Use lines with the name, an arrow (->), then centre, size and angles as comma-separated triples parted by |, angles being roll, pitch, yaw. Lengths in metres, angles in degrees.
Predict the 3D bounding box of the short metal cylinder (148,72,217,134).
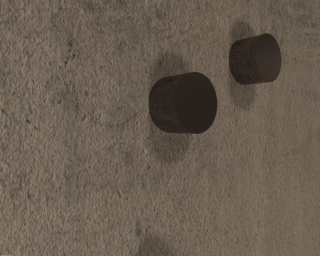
short metal cylinder -> 0.032, -0.032, 0.417 | 0.081, 0.050, 0.079 | 0, 90, -40

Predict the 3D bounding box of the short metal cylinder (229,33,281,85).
short metal cylinder -> 0.163, -0.115, 0.528 | 0.081, 0.050, 0.079 | 0, 90, -40
